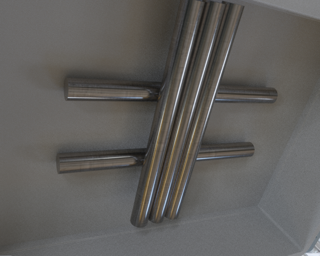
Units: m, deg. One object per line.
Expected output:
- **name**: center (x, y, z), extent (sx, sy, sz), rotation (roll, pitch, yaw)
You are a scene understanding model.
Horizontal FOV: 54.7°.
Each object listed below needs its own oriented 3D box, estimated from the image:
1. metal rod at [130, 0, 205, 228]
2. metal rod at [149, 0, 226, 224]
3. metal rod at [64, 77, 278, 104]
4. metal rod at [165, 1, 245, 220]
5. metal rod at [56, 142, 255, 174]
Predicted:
- **metal rod**: center (0.002, 0.001, 0.375), extent (0.025, 0.025, 0.298), rotation (-1, 119, -28)
- **metal rod**: center (0.025, -0.001, 0.386), extent (0.025, 0.025, 0.298), rotation (-1, 119, -28)
- **metal rod**: center (0.034, -0.045, 0.398), extent (0.303, 0.025, 0.025), rotation (-2, 119, -28)
- **metal rod**: center (0.047, -0.003, 0.397), extent (0.025, 0.025, 0.298), rotation (-1, 119, -28)
- **metal rod**: center (0.013, 0.039, 0.438), extent (0.303, 0.025, 0.025), rotation (-2, 119, -28)
